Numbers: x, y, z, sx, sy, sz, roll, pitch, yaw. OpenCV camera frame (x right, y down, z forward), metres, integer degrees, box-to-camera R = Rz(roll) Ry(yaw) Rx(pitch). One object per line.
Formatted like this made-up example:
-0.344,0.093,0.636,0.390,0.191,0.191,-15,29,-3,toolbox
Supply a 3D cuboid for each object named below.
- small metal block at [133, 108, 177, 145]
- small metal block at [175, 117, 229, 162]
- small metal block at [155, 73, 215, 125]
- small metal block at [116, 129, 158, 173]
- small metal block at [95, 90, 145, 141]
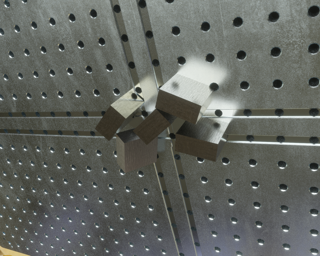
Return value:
0.000,-0.012,0.388,0.025,0.050,0.050,46,129,-4,small metal block
0.051,0.011,0.375,0.050,0.050,0.025,14,124,20,small metal block
0.030,-0.035,0.358,0.050,0.050,0.025,24,127,14,small metal block
-0.031,0.028,0.426,0.025,0.050,0.050,43,139,44,small metal block
-0.053,-0.017,0.413,0.025,0.050,0.050,42,129,0,small metal block
